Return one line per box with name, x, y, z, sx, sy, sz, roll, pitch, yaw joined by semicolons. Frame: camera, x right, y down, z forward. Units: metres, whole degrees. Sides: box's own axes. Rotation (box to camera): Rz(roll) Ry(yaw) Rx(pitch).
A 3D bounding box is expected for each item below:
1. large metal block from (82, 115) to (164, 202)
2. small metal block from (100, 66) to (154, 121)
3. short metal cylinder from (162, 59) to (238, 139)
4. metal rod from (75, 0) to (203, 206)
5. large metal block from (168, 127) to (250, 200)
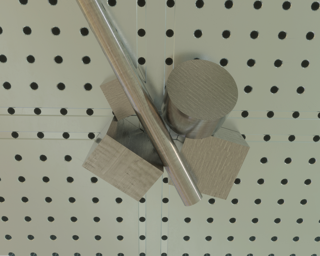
large metal block;-0.043;0.034;0.396;0.080;0.080;0.050;35;106;-13
small metal block;-0.041;-0.044;0.397;0.050;0.025;0.050;-23;109;8
short metal cylinder;0.045;-0.033;0.365;0.081;0.080;0.050;8;153;-4
metal rod;-0.028;-0.042;0.365;0.025;0.025;0.299;-27;97;9
large metal block;0.061;0.040;0.415;0.080;0.050;0.079;16;109;-7
